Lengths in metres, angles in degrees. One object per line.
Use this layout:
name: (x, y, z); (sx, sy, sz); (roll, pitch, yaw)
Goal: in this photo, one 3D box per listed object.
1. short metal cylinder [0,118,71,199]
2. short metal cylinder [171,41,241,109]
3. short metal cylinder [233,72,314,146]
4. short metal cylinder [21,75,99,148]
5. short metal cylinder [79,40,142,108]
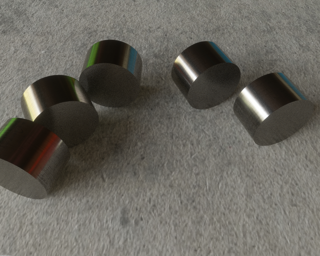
short metal cylinder: (-0.147, 0.034, 0.337); (0.080, 0.080, 0.050); (14, 52, 11)
short metal cylinder: (0.063, -0.072, 0.429); (0.081, 0.080, 0.050); (-19, 53, -15)
short metal cylinder: (0.141, -0.022, 0.388); (0.081, 0.080, 0.050); (-16, 52, -13)
short metal cylinder: (-0.123, -0.018, 0.381); (0.081, 0.080, 0.050); (-22, 54, -17)
short metal cylinder: (-0.066, -0.074, 0.429); (0.081, 0.080, 0.050); (2, 50, 1)
